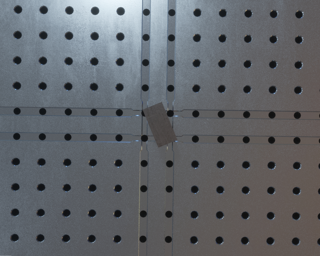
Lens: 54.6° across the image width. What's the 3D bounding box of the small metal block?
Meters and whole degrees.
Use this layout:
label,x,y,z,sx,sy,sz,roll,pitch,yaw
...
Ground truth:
label,x,y,z,sx,sy,sz,roll,pitch,yaw
small metal block,0.000,-0.004,0.401,0.025,0.050,0.050,-22,91,0
